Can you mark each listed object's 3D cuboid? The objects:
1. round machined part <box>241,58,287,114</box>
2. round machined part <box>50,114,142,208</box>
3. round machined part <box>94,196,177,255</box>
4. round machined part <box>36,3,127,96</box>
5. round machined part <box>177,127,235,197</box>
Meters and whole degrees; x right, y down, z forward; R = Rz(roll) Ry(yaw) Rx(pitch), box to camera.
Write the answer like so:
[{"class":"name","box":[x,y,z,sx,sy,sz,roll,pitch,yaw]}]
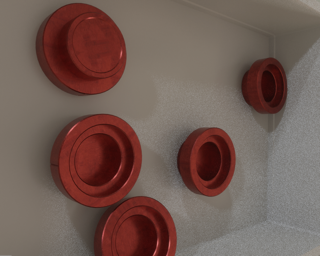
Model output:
[{"class":"round machined part","box":[0.183,-0.073,0.552,0.099,0.042,0.097,0,90,-40]},{"class":"round machined part","box":[-0.071,0.034,0.337,0.099,0.042,0.097,0,90,-40]},{"class":"round machined part","box":[-0.032,0.130,0.361,0.099,0.042,0.098,12,69,-34]},{"class":"round machined part","box":[-0.076,-0.084,0.333,0.099,0.042,0.097,0,90,-40]},{"class":"round machined part","box":[0.063,0.048,0.451,0.099,0.042,0.097,0,90,-40]}]
